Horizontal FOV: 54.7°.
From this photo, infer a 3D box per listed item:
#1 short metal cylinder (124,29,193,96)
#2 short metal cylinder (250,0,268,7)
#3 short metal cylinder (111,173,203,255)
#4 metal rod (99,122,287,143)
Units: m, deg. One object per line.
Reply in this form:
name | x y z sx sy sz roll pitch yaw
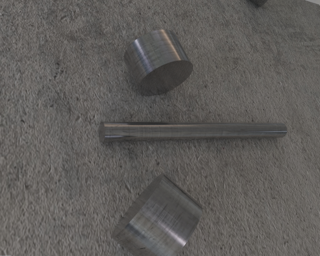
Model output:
short metal cylinder | -0.002 -0.086 0.420 0.081 0.080 0.050 -13 69 -33
short metal cylinder | 0.229 -0.317 0.685 0.050 0.080 0.080 36 51 -5
short metal cylinder | -0.003 0.092 0.311 0.050 0.080 0.080 41 51 -1
metal rod | 0.065 0.004 0.435 0.303 0.025 0.025 0 62 -28
